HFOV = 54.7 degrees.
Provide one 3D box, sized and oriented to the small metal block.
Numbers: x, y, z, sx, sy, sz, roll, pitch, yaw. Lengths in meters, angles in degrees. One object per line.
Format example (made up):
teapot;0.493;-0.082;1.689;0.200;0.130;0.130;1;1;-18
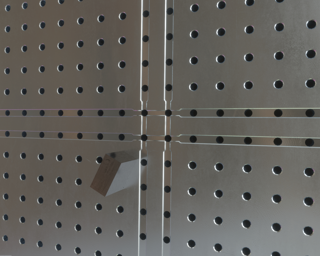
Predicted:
small metal block;-0.062;0.060;0.420;0.025;0.050;0.050;29;99;17
